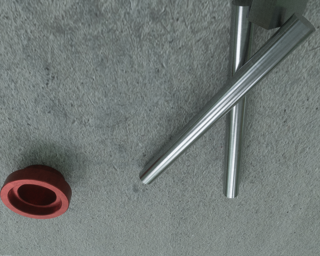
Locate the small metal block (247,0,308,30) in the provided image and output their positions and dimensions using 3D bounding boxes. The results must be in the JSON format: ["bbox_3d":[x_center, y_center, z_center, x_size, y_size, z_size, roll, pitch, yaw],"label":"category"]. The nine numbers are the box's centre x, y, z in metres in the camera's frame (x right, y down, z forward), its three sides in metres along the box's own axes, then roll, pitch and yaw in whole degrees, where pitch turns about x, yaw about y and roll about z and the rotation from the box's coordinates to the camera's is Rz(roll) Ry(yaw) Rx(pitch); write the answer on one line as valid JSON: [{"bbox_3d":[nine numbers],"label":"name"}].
[{"bbox_3d":[0.114,-0.124,0.288,0.050,0.025,0.050,-21,138,-30],"label":"small metal block"}]

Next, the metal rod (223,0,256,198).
[{"bbox_3d":[0.098,-0.011,0.399,0.025,0.025,0.298,-5,130,3],"label":"metal rod"}]

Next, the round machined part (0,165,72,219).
[{"bbox_3d":[-0.184,0.094,0.473,0.099,0.042,0.097,-1,130,0],"label":"round machined part"}]

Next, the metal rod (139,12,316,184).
[{"bbox_3d":[0.055,-0.011,0.375,0.025,0.025,0.298,24,133,-20],"label":"metal rod"}]
